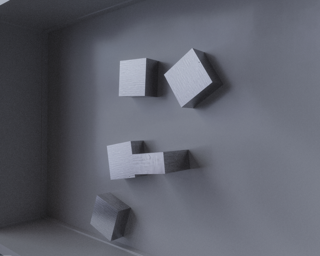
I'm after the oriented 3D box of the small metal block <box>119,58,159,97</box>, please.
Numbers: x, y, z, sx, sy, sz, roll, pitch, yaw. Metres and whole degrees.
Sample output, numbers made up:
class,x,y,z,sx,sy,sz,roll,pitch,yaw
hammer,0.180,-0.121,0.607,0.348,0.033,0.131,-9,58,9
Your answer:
class,x,y,z,sx,sy,sz,roll,pitch,yaw
small metal block,-0.030,-0.069,0.432,0.050,0.025,0.050,4,93,40

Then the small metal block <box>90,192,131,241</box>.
class,x,y,z,sx,sy,sz,roll,pitch,yaw
small metal block,-0.076,0.133,0.470,0.050,0.025,0.050,24,105,37

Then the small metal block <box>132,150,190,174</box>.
class,x,y,z,sx,sy,sz,roll,pitch,yaw
small metal block,0.002,0.043,0.389,0.050,0.050,0.025,-8,85,40

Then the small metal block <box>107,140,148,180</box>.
class,x,y,z,sx,sy,sz,roll,pitch,yaw
small metal block,-0.048,0.047,0.447,0.050,0.025,0.050,-13,82,39

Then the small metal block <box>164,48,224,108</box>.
class,x,y,z,sx,sy,sz,roll,pitch,yaw
small metal block,0.040,-0.059,0.374,0.050,0.025,0.050,-39,66,33
